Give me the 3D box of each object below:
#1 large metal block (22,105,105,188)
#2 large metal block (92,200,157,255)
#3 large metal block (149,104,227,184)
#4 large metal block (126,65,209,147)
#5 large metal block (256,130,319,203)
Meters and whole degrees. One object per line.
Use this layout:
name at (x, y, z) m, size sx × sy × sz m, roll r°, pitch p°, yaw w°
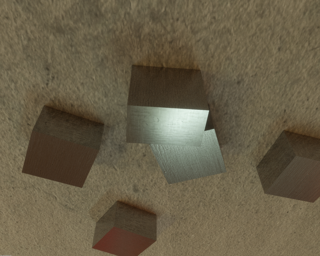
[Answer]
large metal block at (-0.128, 0.027, 0.412) m, size 0.081 × 0.050 × 0.079 m, roll 19°, pitch 128°, yaw -16°
large metal block at (-0.062, 0.182, 0.545) m, size 0.080 × 0.050 × 0.080 m, roll 26°, pitch 125°, yaw -21°
large metal block at (0.037, 0.023, 0.411) m, size 0.080 × 0.050 × 0.080 m, roll -14°, pitch 129°, yaw 11°
large metal block at (0.006, -0.027, 0.349) m, size 0.081 × 0.080 × 0.050 m, roll 4°, pitch 130°, yaw -4°
large metal block at (0.199, 0.057, 0.442) m, size 0.081 × 0.050 × 0.079 m, roll 13°, pitch 129°, yaw -11°
